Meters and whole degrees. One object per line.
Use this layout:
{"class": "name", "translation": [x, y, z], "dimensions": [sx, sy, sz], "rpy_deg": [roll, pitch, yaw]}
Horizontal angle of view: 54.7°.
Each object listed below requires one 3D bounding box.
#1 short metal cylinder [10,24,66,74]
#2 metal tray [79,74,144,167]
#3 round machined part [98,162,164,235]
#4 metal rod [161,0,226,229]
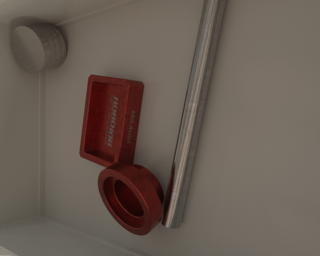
{"class": "short metal cylinder", "translation": [-0.214, -0.141, 0.546], "dimensions": [0.080, 0.050, 0.079], "rpy_deg": [12, 116, 26]}
{"class": "metal tray", "translation": [-0.075, -0.010, 0.462], "dimensions": [0.090, 0.030, 0.129], "rpy_deg": [14, 99, 38]}
{"class": "round machined part", "translation": [-0.034, 0.087, 0.406], "dimensions": [0.098, 0.042, 0.097], "rpy_deg": [24, 129, 34]}
{"class": "metal rod", "translation": [0.040, -0.023, 0.371], "dimensions": [0.025, 0.025, 0.298], "rpy_deg": [17, 101, 38]}
